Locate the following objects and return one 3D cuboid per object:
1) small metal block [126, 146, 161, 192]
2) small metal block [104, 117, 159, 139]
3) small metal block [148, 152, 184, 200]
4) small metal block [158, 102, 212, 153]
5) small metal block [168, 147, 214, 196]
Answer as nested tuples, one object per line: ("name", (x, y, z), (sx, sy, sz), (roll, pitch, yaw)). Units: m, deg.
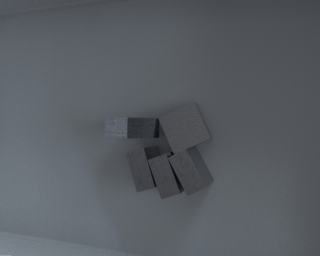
("small metal block", (-0.016, 0.052, 0.403), (0.025, 0.050, 0.050), (-18, 84, 19))
("small metal block", (-0.036, -0.001, 0.401), (0.050, 0.050, 0.025), (2, 92, 48))
("small metal block", (0.013, 0.058, 0.393), (0.025, 0.050, 0.050), (-22, 83, 19))
("small metal block", (0.033, 0.001, 0.397), (0.050, 0.025, 0.050), (-25, 82, 14))
("small metal block", (0.040, 0.051, 0.383), (0.025, 0.050, 0.050), (-30, 80, 18))
